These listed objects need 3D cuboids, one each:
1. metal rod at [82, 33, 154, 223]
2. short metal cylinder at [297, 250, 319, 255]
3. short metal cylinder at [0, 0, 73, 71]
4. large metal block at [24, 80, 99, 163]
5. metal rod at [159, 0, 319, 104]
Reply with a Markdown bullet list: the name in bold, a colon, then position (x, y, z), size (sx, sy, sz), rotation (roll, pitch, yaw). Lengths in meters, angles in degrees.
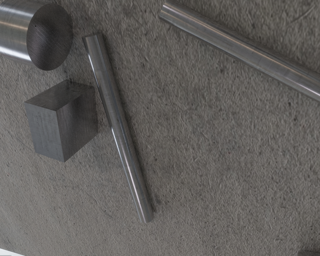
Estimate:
- **metal rod**: position (-0.053, 0.017, 0.444), size (0.025, 0.025, 0.298), rotation (1, 119, 27)
- **short metal cylinder**: position (0.202, 0.200, 0.389), size (0.050, 0.080, 0.080), rotation (-1, 118, 29)
- **short metal cylinder**: position (-0.153, -0.116, 0.380), size (0.050, 0.080, 0.079), rotation (19, 126, 17)
- **large metal block**: position (-0.133, -0.012, 0.434), size (0.050, 0.080, 0.079), rotation (15, 125, 19)
- **metal rod**: position (0.135, -0.050, 0.304), size (0.301, 0.025, 0.025), rotation (30, 128, 8)
